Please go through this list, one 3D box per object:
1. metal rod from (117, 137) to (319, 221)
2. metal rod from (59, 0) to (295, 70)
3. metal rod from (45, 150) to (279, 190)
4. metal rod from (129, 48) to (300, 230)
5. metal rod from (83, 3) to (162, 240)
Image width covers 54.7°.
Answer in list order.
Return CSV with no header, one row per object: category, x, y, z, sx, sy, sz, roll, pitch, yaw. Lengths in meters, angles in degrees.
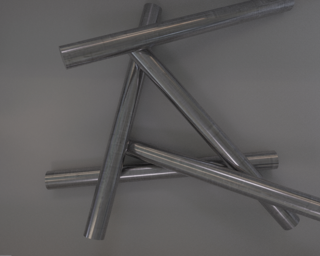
metal rod,0.077,0.059,0.371,0.301,0.025,0.025,17,90,16
metal rod,0.034,-0.121,0.368,0.302,0.025,0.025,-20,90,-18
metal rod,0.003,0.056,0.411,0.302,0.025,0.025,-5,90,0
metal rod,0.066,0.009,0.382,0.025,0.025,0.300,-42,94,0
metal rod,-0.043,-0.015,0.388,0.025,0.025,0.299,13,81,0
